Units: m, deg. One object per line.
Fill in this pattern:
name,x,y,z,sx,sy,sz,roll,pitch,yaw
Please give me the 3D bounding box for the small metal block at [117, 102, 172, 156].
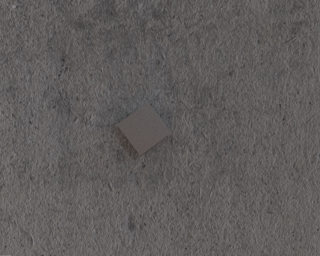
small metal block,-0.020,0.001,0.411,0.050,0.025,0.050,-37,90,0
